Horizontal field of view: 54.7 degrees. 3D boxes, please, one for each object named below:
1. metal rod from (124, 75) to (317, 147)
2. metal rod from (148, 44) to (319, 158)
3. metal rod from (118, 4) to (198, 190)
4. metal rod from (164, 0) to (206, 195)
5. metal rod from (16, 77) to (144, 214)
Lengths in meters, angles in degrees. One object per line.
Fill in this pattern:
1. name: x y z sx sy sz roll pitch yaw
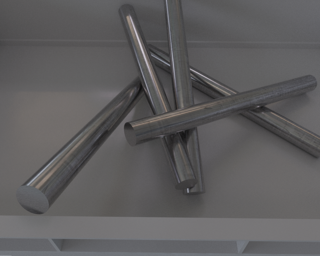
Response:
1. metal rod: 0.096 -0.030 0.383 0.302 0.025 0.025 -16 51 -30
2. metal rod: 0.091 -0.050 0.447 0.300 0.025 0.025 35 58 25
3. metal rod: -0.012 -0.062 0.402 0.025 0.025 0.299 -12 57 -10
4. metal rod: 0.027 -0.066 0.398 0.025 0.025 0.299 -3 69 -3
5. metal rod: -0.052 -0.015 0.344 0.025 0.025 0.301 12 28 10
